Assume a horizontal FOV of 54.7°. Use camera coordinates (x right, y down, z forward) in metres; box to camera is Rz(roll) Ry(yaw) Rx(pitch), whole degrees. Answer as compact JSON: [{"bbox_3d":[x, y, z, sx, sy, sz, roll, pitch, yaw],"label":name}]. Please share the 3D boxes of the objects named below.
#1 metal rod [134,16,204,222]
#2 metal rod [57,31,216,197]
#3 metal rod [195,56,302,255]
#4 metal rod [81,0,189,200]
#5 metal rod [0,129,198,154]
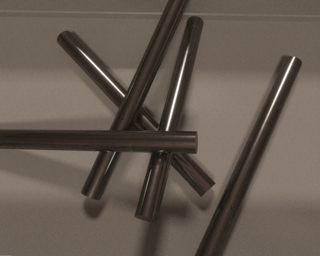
[{"bbox_3d":[0.019,-0.031,0.400,0.025,0.025,0.300,13,63,4],"label":"metal rod"},{"bbox_3d":[-0.041,-0.028,0.419,0.025,0.025,0.300,-40,75,-13],"label":"metal rod"},{"bbox_3d":[0.121,0.029,0.400,0.025,0.025,0.300,27,72,9],"label":"metal rod"},{"bbox_3d":[-0.025,-0.053,0.395,0.025,0.025,0.299,23,83,7],"label":"metal rod"},{"bbox_3d":[-0.107,0.015,0.370,0.301,0.025,0.025,0,70,13],"label":"metal rod"}]
